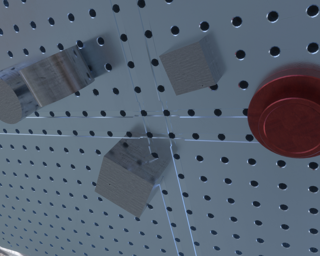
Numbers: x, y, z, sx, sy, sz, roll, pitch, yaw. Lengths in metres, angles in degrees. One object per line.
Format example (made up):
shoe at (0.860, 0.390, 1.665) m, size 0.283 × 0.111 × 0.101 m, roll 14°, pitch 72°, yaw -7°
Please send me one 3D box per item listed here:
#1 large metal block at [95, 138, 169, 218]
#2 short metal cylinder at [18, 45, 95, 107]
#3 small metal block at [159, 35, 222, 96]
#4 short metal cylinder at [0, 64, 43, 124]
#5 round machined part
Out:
large metal block at (-0.044, 0.075, 0.465) m, size 0.080 × 0.050 × 0.079 m, roll 29°, pitch 128°, yaw 10°
short metal cylinder at (-0.133, -0.068, 0.404) m, size 0.080 × 0.080 × 0.050 m, roll -12°, pitch 112°, yaw 33°
small metal block at (0.035, -0.069, 0.350) m, size 0.050 × 0.025 × 0.050 m, roll -13°, pitch 112°, yaw 33°
short metal cylinder at (-0.228, -0.053, 0.483) m, size 0.080 × 0.050 × 0.079 m, roll 13°, pitch 124°, yaw 21°
round machined part at (0.141, -0.008, 0.321) m, size 0.098 × 0.042 × 0.097 m, roll 13°, pitch 124°, yaw 21°
